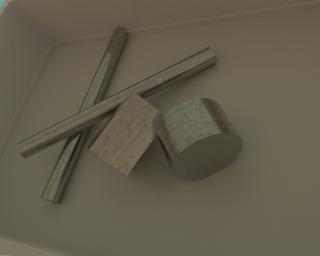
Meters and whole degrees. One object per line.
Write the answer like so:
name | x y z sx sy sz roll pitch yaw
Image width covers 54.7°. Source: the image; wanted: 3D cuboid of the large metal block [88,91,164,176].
large metal block | -0.043 0.007 0.380 0.080 0.050 0.080 -54 11 -11

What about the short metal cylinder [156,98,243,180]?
short metal cylinder | 0.042 0.014 0.339 0.080 0.080 0.050 -30 52 9

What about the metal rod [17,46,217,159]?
metal rod | -0.061 -0.035 0.435 0.301 0.025 0.025 -26 52 2

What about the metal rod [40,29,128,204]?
metal rod | -0.110 -0.032 0.480 0.025 0.025 0.300 3 63 29
